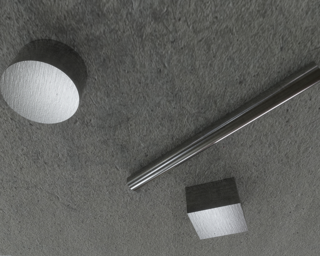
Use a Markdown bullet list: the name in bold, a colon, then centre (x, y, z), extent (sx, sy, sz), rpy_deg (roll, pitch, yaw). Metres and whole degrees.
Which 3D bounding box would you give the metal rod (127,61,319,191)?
- **metal rod**: centre (0.070, 0.010, 0.415), extent (0.299, 0.025, 0.025), rpy_deg (-34, 122, 25)

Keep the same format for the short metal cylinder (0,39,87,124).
- **short metal cylinder**: centre (-0.126, -0.051, 0.346), extent (0.081, 0.050, 0.079), rpy_deg (0, 130, 0)

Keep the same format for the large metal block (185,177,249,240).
- **large metal block**: centre (0.092, 0.132, 0.504), extent (0.080, 0.050, 0.080), rpy_deg (-15, 129, 12)
